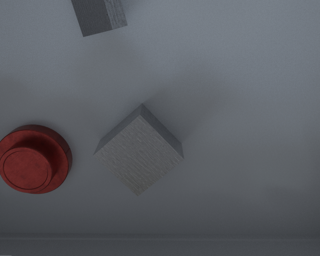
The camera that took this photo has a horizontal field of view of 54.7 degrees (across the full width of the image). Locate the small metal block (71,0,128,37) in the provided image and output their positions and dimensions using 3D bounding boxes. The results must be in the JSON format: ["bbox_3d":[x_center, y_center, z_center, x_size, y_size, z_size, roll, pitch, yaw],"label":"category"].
[{"bbox_3d":[-0.069,-0.134,0.348,0.050,0.025,0.050,2,116,38],"label":"small metal block"}]

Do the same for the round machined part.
[{"bbox_3d":[-0.173,0.048,0.417,0.099,0.042,0.097,0,110,-1],"label":"round machined part"}]

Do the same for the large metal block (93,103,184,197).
[{"bbox_3d":[-0.026,0.028,0.408,0.080,0.050,0.080,-40,106,13],"label":"large metal block"}]
